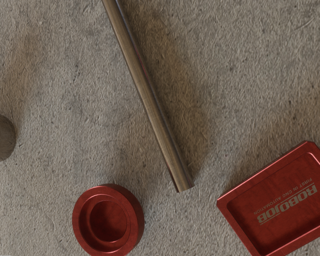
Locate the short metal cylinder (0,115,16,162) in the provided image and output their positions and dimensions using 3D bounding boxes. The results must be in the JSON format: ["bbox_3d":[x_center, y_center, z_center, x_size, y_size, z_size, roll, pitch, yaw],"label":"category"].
[{"bbox_3d":[-0.280,0.017,0.492,0.080,0.050,0.079,0,90,19],"label":"short metal cylinder"}]

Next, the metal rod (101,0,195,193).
[{"bbox_3d":[-0.021,-0.059,0.415,0.025,0.025,0.299,-24,82,18],"label":"metal rod"}]

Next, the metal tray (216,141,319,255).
[{"bbox_3d":[0.143,0.086,0.355,0.130,0.030,0.090,-38,78,15],"label":"metal tray"}]

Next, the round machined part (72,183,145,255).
[{"bbox_3d":[-0.066,0.124,0.422,0.098,0.042,0.097,0,90,19],"label":"round machined part"}]
